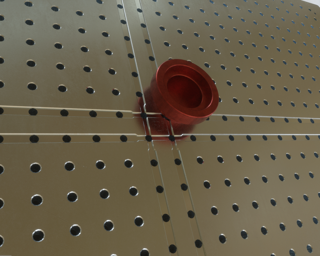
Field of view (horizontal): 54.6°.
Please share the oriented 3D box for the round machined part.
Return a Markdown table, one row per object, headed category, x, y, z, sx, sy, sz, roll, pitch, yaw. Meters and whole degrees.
| category | x | y | z | sx | sy | sz | roll | pitch | yaw |
| --- | --- | --- | --- | --- | --- | --- | --- | --- | --- |
| round machined part | 0.031 | -0.047 | 0.442 | 0.099 | 0.042 | 0.098 | 13 | 56 | -21 |
